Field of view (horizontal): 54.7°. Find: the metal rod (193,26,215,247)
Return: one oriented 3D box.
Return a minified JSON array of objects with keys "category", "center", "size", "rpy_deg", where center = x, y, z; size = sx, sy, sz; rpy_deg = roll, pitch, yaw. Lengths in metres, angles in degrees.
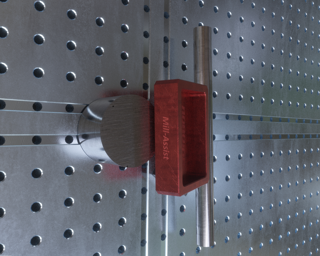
[{"category":"metal rod","center":[0.061,0.012,0.430],"size":[0.025,0.025,0.298],"rpy_deg":[-2,91,-40]}]

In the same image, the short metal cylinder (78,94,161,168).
[{"category":"short metal cylinder","center":[-0.045,0.003,0.355],"size":[0.081,0.050,0.079],"rpy_deg":[0,90,-40]}]

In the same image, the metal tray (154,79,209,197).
[{"category":"metal tray","center":[0.029,0.010,0.381],"size":[0.090,0.030,0.129],"rpy_deg":[-3,92,-60]}]

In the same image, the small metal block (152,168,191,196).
[{"category":"small metal block","center":[0.025,0.059,0.431],"size":[0.050,0.025,0.050],"rpy_deg":[47,62,-30]}]

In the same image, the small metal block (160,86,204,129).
[{"category":"small metal block","center":[0.032,-0.029,0.438],"size":[0.050,0.025,0.050],"rpy_deg":[-19,103,-39]}]
